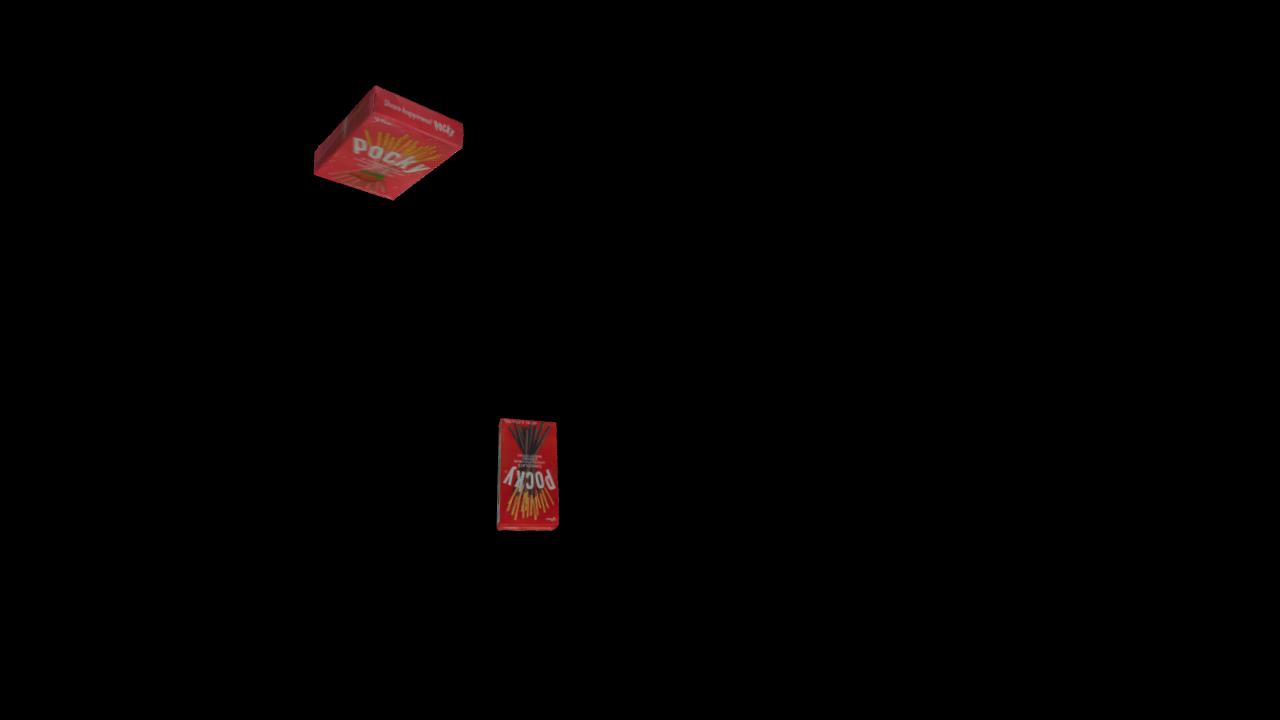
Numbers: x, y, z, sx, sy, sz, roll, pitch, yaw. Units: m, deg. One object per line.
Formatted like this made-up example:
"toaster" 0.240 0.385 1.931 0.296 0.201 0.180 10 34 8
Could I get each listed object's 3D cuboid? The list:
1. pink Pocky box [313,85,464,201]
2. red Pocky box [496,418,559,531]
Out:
"pink Pocky box" -0.245 -0.202 0.591 0.155 0.029 0.084 -11 -15 44
"red Pocky box" -0.156 0.158 0.858 0.083 0.155 0.028 7 -30 -23
